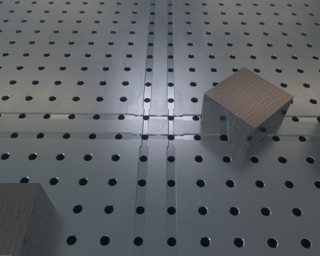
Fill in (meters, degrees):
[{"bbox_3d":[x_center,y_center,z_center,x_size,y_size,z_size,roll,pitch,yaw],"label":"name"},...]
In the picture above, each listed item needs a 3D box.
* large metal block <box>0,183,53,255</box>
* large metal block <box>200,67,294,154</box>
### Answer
[{"bbox_3d":[-0.161,0.102,0.305,0.080,0.050,0.080,0,50,0],"label":"large metal block"},{"bbox_3d":[0.113,-0.026,0.414,0.080,0.050,0.080,-35,58,-26],"label":"large metal block"}]
